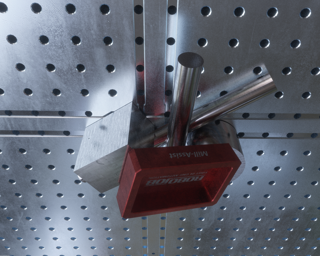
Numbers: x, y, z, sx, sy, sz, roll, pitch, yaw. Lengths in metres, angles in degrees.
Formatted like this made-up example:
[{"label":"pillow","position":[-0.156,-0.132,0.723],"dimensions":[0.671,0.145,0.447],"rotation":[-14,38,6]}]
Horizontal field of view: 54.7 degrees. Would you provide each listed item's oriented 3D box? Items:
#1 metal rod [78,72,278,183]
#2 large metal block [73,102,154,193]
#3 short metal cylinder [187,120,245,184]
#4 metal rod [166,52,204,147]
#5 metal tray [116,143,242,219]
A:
[{"label":"metal rod","position":[0.009,0.008,0.419],"dimensions":[0.300,0.025,0.025],"rotation":[-27,126,20]},{"label":"large metal block","position":[-0.055,0.025,0.395],"dimensions":[0.080,0.080,0.050],"rotation":[-27,125,21]},{"label":"short metal cylinder","position":[0.071,0.035,0.425],"dimensions":[0.081,0.050,0.079],"rotation":[0,130,0]},{"label":"metal rod","position":[0.019,0.031,0.409],"dimensions":[0.025,0.025,0.298],"rotation":[3,140,-3]},{"label":"metal tray","position":[0.021,0.062,0.369],"dimensions":[0.131,0.030,0.089],"rotation":[-2,133,-24]}]
